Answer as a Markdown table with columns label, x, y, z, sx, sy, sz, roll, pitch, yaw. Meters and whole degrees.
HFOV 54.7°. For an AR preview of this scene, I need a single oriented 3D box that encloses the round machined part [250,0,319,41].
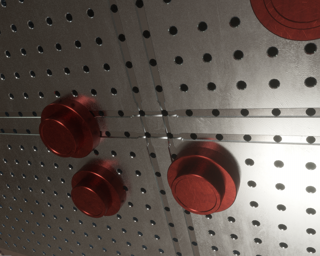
| label | x | y | z | sx | sy | sz | roll | pitch | yaw |
| --- | --- | --- | --- | --- | --- | --- | --- | --- | --- |
| round machined part | 0.124 | -0.121 | 0.259 | 0.098 | 0.042 | 0.097 | 13 | 124 | 20 |

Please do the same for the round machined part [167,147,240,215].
| label | x | y | z | sx | sy | sz | roll | pitch | yaw |
| --- | --- | --- | --- | --- | --- | --- | --- | --- | --- |
| round machined part | 0.054 | 0.078 | 0.419 | 0.098 | 0.042 | 0.097 | 13 | 124 | 20 |

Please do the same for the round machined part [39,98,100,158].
| label | x | y | z | sx | sy | sz | roll | pitch | yaw |
| --- | --- | --- | --- | --- | --- | --- | --- | --- | --- |
| round machined part | -0.146 | 0.007 | 0.479 | 0.098 | 0.042 | 0.097 | 13 | 124 | 20 |

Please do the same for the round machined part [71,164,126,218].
| label | x | y | z | sx | sy | sz | roll | pitch | yaw |
| --- | --- | --- | --- | --- | --- | --- | --- | --- | --- |
| round machined part | -0.111 | 0.114 | 0.526 | 0.098 | 0.042 | 0.097 | 13 | 124 | 20 |
